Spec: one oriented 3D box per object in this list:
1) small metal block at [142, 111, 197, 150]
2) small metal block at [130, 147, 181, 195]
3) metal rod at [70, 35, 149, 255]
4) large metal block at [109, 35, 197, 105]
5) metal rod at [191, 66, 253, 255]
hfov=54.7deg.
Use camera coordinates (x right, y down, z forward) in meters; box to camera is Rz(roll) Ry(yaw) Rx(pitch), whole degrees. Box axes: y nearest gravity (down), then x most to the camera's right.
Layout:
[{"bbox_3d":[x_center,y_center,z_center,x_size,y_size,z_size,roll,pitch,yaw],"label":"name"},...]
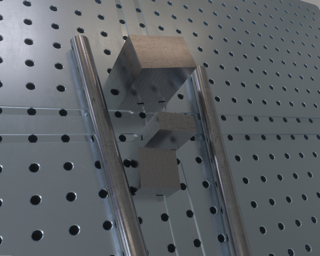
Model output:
[{"bbox_3d":[0.011,0.004,0.395,0.050,0.050,0.025,6,59,-25],"label":"small metal block"},{"bbox_3d":[-0.006,0.052,0.373,0.050,0.025,0.050,7,59,-25],"label":"small metal block"},{"bbox_3d":[-0.065,0.014,0.364,0.025,0.025,0.299,-5,64,-31],"label":"metal rod"},{"bbox_3d":[-0.012,-0.076,0.413,0.081,0.080,0.050,-8,66,-32],"label":"large metal block"},{"bbox_3d":[0.080,0.039,0.427,0.025,0.025,0.299,6,59,-25],"label":"metal rod"}]
